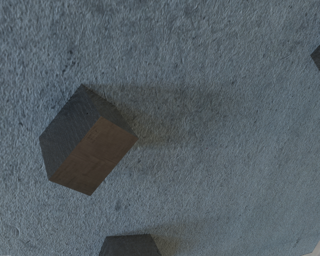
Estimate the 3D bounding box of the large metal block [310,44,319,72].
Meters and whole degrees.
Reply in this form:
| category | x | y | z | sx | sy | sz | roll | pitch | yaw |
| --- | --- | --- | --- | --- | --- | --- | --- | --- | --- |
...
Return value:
| category | x | y | z | sx | sy | sz | roll | pitch | yaw |
| --- | --- | --- | --- | --- | --- | --- | --- | --- | --- |
| large metal block | 0.295 | -0.114 | 0.481 | 0.080 | 0.050 | 0.080 | 34 | 99 | -39 |

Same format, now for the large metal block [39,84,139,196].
| category | x | y | z | sx | sy | sz | roll | pitch | yaw |
| --- | --- | --- | --- | --- | --- | --- | --- | --- | --- |
| large metal block | -0.080 | 0.011 | 0.334 | 0.050 | 0.080 | 0.080 | 35 | 99 | -39 |

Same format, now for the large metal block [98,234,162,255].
| category | x | y | z | sx | sy | sz | roll | pitch | yaw |
| --- | --- | --- | --- | --- | --- | --- | --- | --- | --- |
| large metal block | -0.054 | 0.221 | 0.498 | 0.081 | 0.050 | 0.079 | 9 | 114 | -32 |
